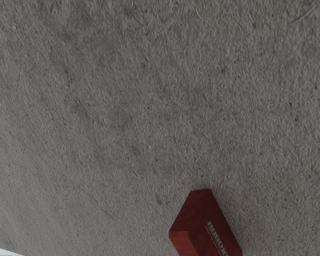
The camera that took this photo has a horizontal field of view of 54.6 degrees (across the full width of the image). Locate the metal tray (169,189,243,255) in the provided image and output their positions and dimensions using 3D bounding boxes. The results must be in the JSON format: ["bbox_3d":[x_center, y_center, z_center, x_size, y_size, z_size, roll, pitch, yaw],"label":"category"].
[{"bbox_3d":[0.068,0.162,0.429,0.030,0.090,0.130,-16,110,35],"label":"metal tray"}]
